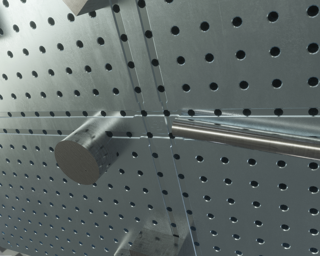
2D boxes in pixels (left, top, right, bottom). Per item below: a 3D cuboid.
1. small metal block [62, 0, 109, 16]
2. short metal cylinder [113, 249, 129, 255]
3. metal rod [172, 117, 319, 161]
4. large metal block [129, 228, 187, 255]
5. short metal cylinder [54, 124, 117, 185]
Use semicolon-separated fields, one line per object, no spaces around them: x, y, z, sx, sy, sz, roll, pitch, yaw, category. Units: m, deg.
-0.089;-0.157;0.345;0.050;0.050;0.025;49;129;-7;small metal block
-0.069;0.286;0.609;0.080;0.050;0.079;13;124;21;short metal cylinder
0.157;0.021;0.341;0.301;0.025;0.025;9;123;23;metal rod
0.000;0.229;0.537;0.080;0.050;0.079;7;122;24;large metal block
-0.114;0.041;0.481;0.080;0.050;0.079;13;124;21;short metal cylinder
